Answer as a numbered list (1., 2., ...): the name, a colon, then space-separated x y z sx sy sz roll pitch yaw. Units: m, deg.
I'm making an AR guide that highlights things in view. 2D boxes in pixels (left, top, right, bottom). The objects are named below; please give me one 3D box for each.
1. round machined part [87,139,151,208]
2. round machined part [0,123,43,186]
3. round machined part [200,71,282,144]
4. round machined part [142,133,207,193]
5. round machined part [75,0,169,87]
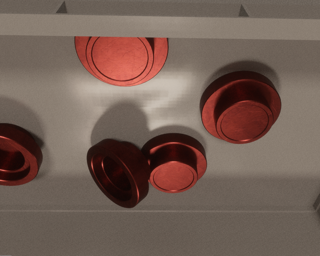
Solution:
1. round machined part: -0.052 0.057 0.425 0.098 0.042 0.097 24 132 31
2. round machined part: -0.210 0.032 0.422 0.099 0.042 0.097 -1 130 0
3. round machined part: 0.101 -0.018 0.384 0.099 0.042 0.097 -1 130 0
4. round machined part: 0.019 0.057 0.447 0.099 0.042 0.097 -1 130 0
5. round machined part: -0.040 -0.084 0.326 0.099 0.042 0.097 -1 130 0
